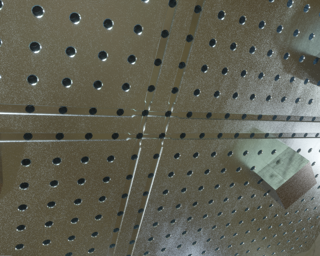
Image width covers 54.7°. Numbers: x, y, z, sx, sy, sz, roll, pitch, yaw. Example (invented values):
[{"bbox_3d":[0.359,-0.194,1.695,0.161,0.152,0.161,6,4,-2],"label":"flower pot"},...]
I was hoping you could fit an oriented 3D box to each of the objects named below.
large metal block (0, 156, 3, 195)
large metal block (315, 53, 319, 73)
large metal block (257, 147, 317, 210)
[{"bbox_3d":[-0.217,0.073,0.322,0.081,0.050,0.079,10,113,-33],"label":"large metal block"},{"bbox_3d":[0.310,-0.107,0.502,0.080,0.050,0.080,-42,130,0],"label":"large metal block"},{"bbox_3d":[0.243,0.096,0.591,0.080,0.050,0.080,-40,130,-2],"label":"large metal block"}]
